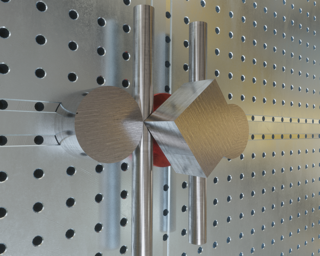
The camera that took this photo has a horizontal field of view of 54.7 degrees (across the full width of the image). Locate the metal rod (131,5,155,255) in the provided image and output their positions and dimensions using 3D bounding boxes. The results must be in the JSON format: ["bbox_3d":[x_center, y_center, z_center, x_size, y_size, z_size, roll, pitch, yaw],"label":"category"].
[{"bbox_3d":[-0.020,0.008,0.365,0.025,0.025,0.298,1,90,-40],"label":"metal rod"}]

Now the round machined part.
[{"bbox_3d":[0.007,0.003,0.405,0.099,0.042,0.097,0,90,-40],"label":"round machined part"}]

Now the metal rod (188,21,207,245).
[{"bbox_3d":[0.052,0.007,0.425,0.025,0.025,0.298,0,90,-40],"label":"metal rod"}]

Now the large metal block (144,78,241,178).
[{"bbox_3d":[0.041,-0.001,0.366,0.080,0.050,0.080,-46,118,-30],"label":"large metal block"}]

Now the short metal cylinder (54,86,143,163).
[{"bbox_3d":[-0.066,-0.004,0.337,0.081,0.050,0.080,0,90,-40],"label":"short metal cylinder"}]

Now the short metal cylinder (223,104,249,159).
[{"bbox_3d":[0.089,0.005,0.467,0.081,0.050,0.080,0,90,-40],"label":"short metal cylinder"}]
